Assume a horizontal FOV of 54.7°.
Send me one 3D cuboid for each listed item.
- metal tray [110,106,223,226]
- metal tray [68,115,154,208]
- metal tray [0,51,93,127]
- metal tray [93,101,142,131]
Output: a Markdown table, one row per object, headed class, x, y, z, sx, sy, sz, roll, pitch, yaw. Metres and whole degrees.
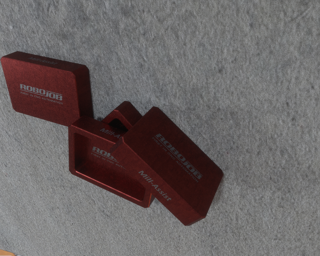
| class | x | y | z | sx | sy | sz | roll | pitch | yaw |
| --- | --- | --- | --- | --- | --- | --- | --- | --- | --- |
| metal tray | 0.013 | 0.043 | 0.383 | 0.130 | 0.090 | 0.030 | 45 | 129 | -3 |
| metal tray | -0.062 | 0.046 | 0.423 | 0.130 | 0.030 | 0.089 | 21 | 126 | 15 |
| metal tray | -0.164 | -0.056 | 0.453 | 0.130 | 0.030 | 0.089 | 15 | 125 | 19 |
| metal tray | -0.063 | 0.030 | 0.453 | 0.090 | 0.030 | 0.130 | 49 | 128 | -7 |
